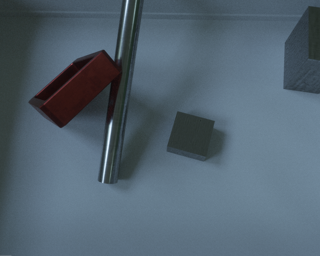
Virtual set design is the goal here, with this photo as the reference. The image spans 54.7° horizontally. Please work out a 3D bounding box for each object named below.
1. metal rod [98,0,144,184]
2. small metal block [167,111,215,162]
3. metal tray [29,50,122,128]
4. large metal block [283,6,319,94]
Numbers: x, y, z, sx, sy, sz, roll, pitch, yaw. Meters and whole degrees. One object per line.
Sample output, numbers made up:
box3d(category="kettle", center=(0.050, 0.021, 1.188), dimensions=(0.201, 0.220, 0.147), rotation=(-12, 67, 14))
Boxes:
box3d(category="metal rod", center=(-0.043, -0.081, 0.374), dimensions=(0.025, 0.025, 0.298), rotation=(9, 95, 3))
box3d(category="small metal block", center=(0.040, 0.011, 0.406), dimensions=(0.050, 0.025, 0.050), rotation=(15, 71, 5))
box3d(category="metal tray", center=(-0.108, -0.048, 0.374), dimensions=(0.090, 0.130, 0.030), rotation=(-47, 115, -15))
box3d(category="large metal block", center=(0.209, -0.103, 0.421), dimensions=(0.050, 0.080, 0.080), rotation=(9, 70, 3))
